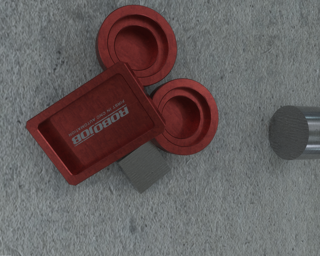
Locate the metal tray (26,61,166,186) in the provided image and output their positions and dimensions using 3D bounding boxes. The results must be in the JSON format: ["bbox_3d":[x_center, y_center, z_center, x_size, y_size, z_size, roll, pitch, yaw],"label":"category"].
[{"bbox_3d":[-0.070,-0.005,0.353,0.130,0.030,0.090,-32,101,7],"label":"metal tray"}]

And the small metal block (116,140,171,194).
[{"bbox_3d":[-0.022,0.048,0.402,0.050,0.025,0.050,-37,102,-17],"label":"small metal block"}]

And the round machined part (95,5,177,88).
[{"bbox_3d":[-0.032,-0.099,0.389,0.099,0.042,0.097,0,90,-21],"label":"round machined part"}]

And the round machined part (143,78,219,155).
[{"bbox_3d":[0.024,-0.014,0.409,0.099,0.042,0.097,1,88,-22],"label":"round machined part"}]

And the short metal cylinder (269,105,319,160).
[{"bbox_3d":[0.209,0.007,0.459,0.050,0.080,0.079,1,90,-20],"label":"short metal cylinder"}]
